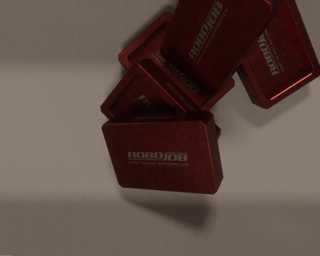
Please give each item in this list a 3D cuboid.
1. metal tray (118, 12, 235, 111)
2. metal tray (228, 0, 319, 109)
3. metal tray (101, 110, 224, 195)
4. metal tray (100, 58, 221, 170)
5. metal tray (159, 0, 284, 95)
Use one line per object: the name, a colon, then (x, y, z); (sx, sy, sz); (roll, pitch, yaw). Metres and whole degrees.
metal tray: (0.021, -0.074, 0.409); (0.090, 0.030, 0.130); (-43, 90, -1)
metal tray: (0.136, -0.100, 0.388); (0.090, 0.030, 0.130); (-33, 111, 0)
metal tray: (0.002, 0.029, 0.366); (0.130, 0.030, 0.089); (-2, 114, 27)
metal tray: (-0.002, -0.010, 0.385); (0.130, 0.030, 0.090); (45, 125, 0)
metal tray: (0.059, -0.108, 0.342); (0.090, 0.129, 0.030); (40, 53, 10)
